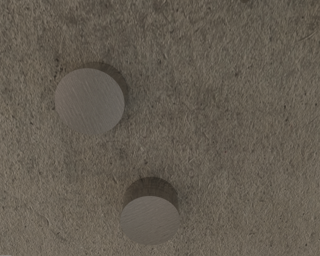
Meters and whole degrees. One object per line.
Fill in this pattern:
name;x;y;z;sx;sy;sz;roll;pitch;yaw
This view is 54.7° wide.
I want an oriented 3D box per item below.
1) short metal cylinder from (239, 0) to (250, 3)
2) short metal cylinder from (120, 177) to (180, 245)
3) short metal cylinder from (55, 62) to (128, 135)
short metal cylinder;0.095;-0.177;0.316;0.050;0.080;0.080;37;106;-13
short metal cylinder;-0.013;0.117;0.439;0.081;0.050;0.079;0;110;0
short metal cylinder;-0.081;-0.038;0.382;0.081;0.050;0.079;0;110;0
